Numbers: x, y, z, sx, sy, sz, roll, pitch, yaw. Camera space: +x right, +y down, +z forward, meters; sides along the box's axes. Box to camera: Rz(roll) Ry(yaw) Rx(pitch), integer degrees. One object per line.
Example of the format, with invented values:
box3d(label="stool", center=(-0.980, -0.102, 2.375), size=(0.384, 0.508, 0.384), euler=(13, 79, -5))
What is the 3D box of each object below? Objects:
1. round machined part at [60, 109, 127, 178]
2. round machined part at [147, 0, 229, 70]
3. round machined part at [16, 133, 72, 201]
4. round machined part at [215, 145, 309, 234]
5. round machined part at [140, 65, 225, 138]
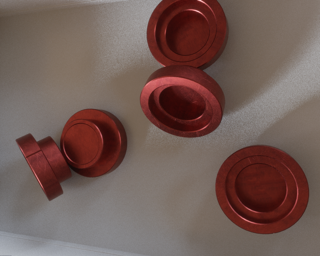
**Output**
box3d(label="round machined part", center=(-0.100, 0.021, 0.437), size=(0.098, 0.042, 0.097), euler=(0, 90, 20))
box3d(label="round machined part", center=(0.037, -0.117, 0.388), size=(0.098, 0.042, 0.097), euler=(0, 90, 20))
box3d(label="round machined part", center=(-0.160, 0.050, 0.439), size=(0.042, 0.098, 0.098), euler=(-29, 78, -24))
box3d(label="round machined part", center=(0.117, 0.068, 0.360), size=(0.098, 0.042, 0.097), euler=(0, 90, 20))
box3d(label="round machined part", center=(0.029, -0.036, 0.373), size=(0.098, 0.098, 0.042), euler=(5, 48, 20))
